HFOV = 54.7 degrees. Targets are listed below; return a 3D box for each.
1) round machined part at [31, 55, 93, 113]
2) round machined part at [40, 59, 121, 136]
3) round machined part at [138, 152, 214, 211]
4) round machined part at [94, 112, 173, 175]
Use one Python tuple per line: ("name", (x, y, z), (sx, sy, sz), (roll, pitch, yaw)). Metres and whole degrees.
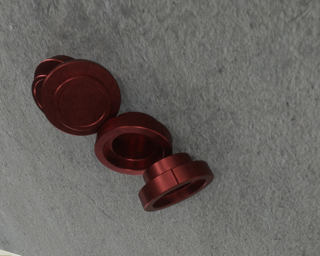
("round machined part", (-0.139, -0.049, 0.437), (0.098, 0.042, 0.097), (13, 124, 20))
("round machined part", (-0.098, -0.035, 0.390), (0.099, 0.042, 0.097), (-6, 111, -15))
("round machined part", (0.017, 0.067, 0.402), (0.097, 0.099, 0.042), (-48, 58, 39))
("round machined part", (-0.033, 0.017, 0.406), (0.099, 0.042, 0.097), (0, 136, 0))
